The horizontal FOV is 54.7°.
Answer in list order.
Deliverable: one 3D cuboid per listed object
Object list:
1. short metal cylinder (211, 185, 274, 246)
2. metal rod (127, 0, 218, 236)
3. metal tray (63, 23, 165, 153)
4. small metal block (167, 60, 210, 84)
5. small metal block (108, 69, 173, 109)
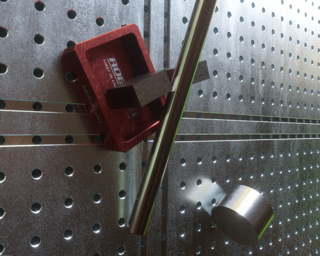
[{"bbox_3d":[0.128,0.136,0.484,0.050,0.080,0.080,-40,115,-33],"label":"short metal cylinder"},{"bbox_3d":[0.014,-0.014,0.376,0.025,0.025,0.298,13,96,-40],"label":"metal rod"},{"bbox_3d":[-0.045,-0.047,0.369,0.091,0.030,0.129,-35,112,-35],"label":"metal tray"},{"bbox_3d":[0.030,-0.071,0.420,0.050,0.050,0.025,-24,105,-38],"label":"small metal block"},{"bbox_3d":[-0.023,-0.045,0.358,0.050,0.050,0.025,-33,111,-35],"label":"small metal block"}]
